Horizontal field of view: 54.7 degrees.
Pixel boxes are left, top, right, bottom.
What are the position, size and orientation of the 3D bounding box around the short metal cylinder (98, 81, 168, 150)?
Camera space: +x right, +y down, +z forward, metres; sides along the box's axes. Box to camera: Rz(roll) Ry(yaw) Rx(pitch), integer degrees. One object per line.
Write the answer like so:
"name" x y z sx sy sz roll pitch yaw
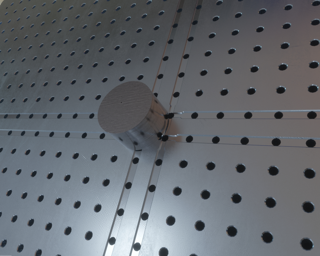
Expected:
"short metal cylinder" -0.036 -0.017 0.420 0.080 0.050 0.080 -13 56 20
